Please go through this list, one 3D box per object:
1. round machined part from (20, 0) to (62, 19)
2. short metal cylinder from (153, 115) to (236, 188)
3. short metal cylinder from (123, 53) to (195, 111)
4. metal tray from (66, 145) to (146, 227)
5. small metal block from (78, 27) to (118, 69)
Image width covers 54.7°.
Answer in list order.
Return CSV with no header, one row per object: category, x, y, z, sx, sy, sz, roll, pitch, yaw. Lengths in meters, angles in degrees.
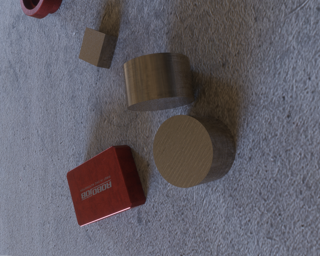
round machined part,-0.215,-0.251,0.571,0.098,0.042,0.097,0,90,40
short metal cylinder,0.039,0.025,0.357,0.080,0.050,0.080,0,90,40
short metal cylinder,-0.002,-0.052,0.371,0.080,0.081,0.050,-12,83,39
metal tray,-0.087,0.090,0.474,0.130,0.030,0.090,-29,72,36
small metal block,-0.097,-0.125,0.485,0.050,0.025,0.050,29,108,36
